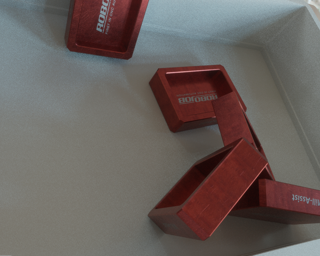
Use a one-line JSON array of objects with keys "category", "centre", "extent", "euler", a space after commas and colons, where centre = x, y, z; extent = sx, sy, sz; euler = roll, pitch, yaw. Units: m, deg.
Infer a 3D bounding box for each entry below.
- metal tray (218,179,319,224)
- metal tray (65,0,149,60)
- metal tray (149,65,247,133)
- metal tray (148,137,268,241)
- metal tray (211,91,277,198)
[{"category": "metal tray", "centre": [0.148, 0.095, 0.384], "extent": [0.131, 0.090, 0.030], "euler": [14, 66, -21]}, {"category": "metal tray", "centre": [-0.066, -0.158, 0.399], "extent": [0.091, 0.129, 0.030], "euler": [3, 38, -27]}, {"category": "metal tray", "centre": [0.059, -0.048, 0.465], "extent": [0.131, 0.030, 0.090], "euler": [-11, 67, -33]}, {"category": "metal tray", "centre": [0.040, 0.063, 0.308], "extent": [0.030, 0.130, 0.090], "euler": [45, 69, 2]}, {"category": "metal tray", "centre": [0.110, 0.027, 0.390], "extent": [0.130, 0.030, 0.090], "euler": [49, 24, -42]}]
